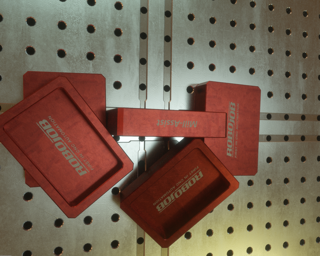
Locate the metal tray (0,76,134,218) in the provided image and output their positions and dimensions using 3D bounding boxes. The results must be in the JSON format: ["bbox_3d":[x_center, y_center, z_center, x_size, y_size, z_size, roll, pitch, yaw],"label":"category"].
[{"bbox_3d":[-0.103,0.021,0.339,0.090,0.030,0.130,-40,103,-16],"label":"metal tray"}]

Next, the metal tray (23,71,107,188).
[{"bbox_3d":[-0.112,0.001,0.369,0.091,0.030,0.129,-1,91,-20],"label":"metal tray"}]

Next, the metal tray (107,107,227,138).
[{"bbox_3d":[0.004,-0.005,0.379,0.131,0.090,0.030,2,90,-20],"label":"metal tray"}]

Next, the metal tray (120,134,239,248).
[{"bbox_3d":[0.024,0.081,0.400,0.130,0.030,0.090,-41,105,2],"label":"metal tray"}]

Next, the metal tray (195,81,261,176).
[{"bbox_3d":[0.097,0.002,0.446,0.091,0.030,0.129,3,89,-21],"label":"metal tray"}]
